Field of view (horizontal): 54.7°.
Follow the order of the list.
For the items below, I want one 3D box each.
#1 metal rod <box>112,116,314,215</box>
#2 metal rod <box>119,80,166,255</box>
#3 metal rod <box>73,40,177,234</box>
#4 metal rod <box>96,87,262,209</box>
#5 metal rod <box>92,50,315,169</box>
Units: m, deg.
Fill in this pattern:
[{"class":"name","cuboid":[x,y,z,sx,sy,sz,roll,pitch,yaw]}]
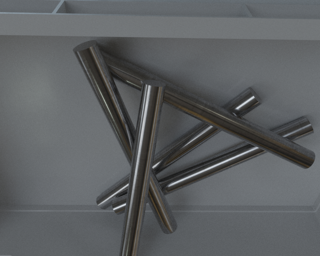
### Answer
[{"class":"metal rod","cuboid":[0.065,0.059,0.443,0.300,0.025,0.025,-26,126,13]},{"class":"metal rod","cuboid":[-0.029,0.088,0.383,0.025,0.025,0.298,7,113,-6]},{"class":"metal rod","cuboid":[-0.030,0.035,0.388,0.025,0.025,0.299,-14,125,11]},{"class":"metal rod","cuboid":[0.011,0.042,0.444,0.299,0.025,0.025,-38,121,27]},{"class":"metal rod","cuboid":[0.052,-0.021,0.365,0.302,0.025,0.025,24,126,-10]}]
